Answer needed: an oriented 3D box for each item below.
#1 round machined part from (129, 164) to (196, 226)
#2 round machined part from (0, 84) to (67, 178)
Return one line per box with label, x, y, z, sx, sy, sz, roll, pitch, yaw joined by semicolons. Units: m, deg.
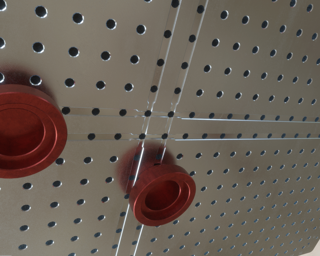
round machined part;0.000;0.093;0.457;0.099;0.042;0.097;-14;124;-21
round machined part;-0.150;0.000;0.318;0.099;0.042;0.097;-14;124;-21
